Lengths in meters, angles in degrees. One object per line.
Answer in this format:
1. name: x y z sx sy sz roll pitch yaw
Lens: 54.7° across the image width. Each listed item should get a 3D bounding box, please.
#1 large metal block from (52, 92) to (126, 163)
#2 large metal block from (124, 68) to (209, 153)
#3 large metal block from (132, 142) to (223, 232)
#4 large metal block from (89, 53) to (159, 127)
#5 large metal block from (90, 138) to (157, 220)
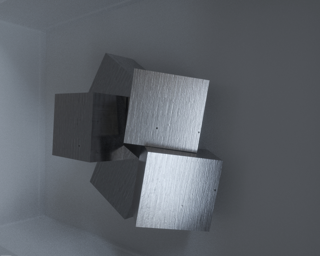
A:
1. large metal block: -0.091 -0.002 0.394 0.080 0.050 0.079 4 91 40
2. large metal block: 0.005 -0.021 0.355 0.081 0.050 0.079 8 97 -6
3. large metal block: 0.016 0.064 0.345 0.050 0.081 0.079 -138 57 -76
4. large metal block: -0.050 -0.045 0.428 0.080 0.050 0.080 43 116 31
5. large metal block: -0.039 0.060 0.415 0.080 0.050 0.079 37 112 33
